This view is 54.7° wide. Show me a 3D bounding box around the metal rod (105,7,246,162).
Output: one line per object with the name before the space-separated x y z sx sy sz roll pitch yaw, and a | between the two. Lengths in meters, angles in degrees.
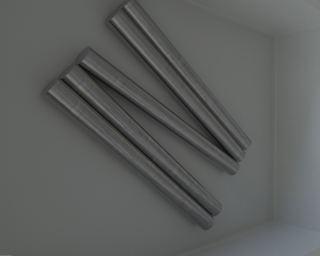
metal rod | 0.038 -0.042 0.436 0.300 0.025 0.025 44 64 -31

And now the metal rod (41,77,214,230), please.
metal rod | -0.020 0.050 0.388 0.300 0.025 0.025 45 63 -31

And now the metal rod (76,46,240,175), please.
metal rod | 0.017 -0.006 0.419 0.301 0.025 0.025 35 68 -34

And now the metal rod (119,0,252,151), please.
metal rod | 0.051 -0.061 0.447 0.300 0.025 0.025 44 64 -31

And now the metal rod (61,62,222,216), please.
metal rod | -0.006 0.032 0.400 0.300 0.025 0.025 45 63 -31
